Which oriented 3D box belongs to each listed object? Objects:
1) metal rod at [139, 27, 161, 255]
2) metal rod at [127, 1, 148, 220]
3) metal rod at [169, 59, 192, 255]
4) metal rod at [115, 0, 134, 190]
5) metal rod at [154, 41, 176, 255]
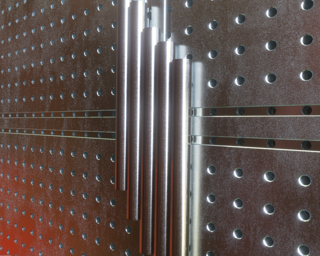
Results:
[{"bbox_3d":[-0.013,0.018,0.417,0.025,0.025,0.298,1,91,39],"label":"metal rod"},{"bbox_3d":[-0.032,-0.023,0.432,0.025,0.025,0.298,1,91,39],"label":"metal rod"},{"bbox_3d":[0.025,0.066,0.386,0.025,0.025,0.298,1,91,39],"label":"metal rod"},{"bbox_3d":[-0.051,-0.061,0.449,0.025,0.025,0.298,1,91,39],"label":"metal rod"},{"bbox_3d":[0.006,0.040,0.402,0.025,0.025,0.298,1,91,39],"label":"metal rod"}]
